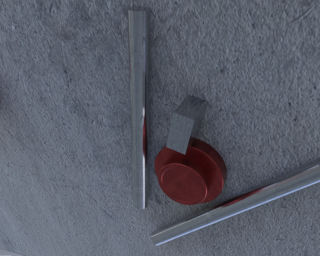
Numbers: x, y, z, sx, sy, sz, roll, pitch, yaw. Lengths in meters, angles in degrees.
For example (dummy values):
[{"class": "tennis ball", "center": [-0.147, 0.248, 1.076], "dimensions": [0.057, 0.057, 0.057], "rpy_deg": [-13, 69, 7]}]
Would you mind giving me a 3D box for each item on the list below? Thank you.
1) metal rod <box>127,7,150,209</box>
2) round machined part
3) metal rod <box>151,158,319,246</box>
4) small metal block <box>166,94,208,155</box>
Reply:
[{"class": "metal rod", "center": [-0.027, -0.004, 0.418], "dimensions": [0.025, 0.025, 0.298], "rpy_deg": [15, 125, 20]}, {"class": "round machined part", "center": [0.036, 0.064, 0.417], "dimensions": [0.098, 0.042, 0.097], "rpy_deg": [13, 124, 21]}, {"class": "metal rod", "center": [0.088, 0.115, 0.431], "dimensions": [0.025, 0.025, 0.299], "rpy_deg": [48, 129, -6]}, {"class": "small metal block", "center": [0.033, -0.005, 0.371], "dimensions": [0.025, 0.050, 0.050], "rpy_deg": [22, 127, 15]}]
